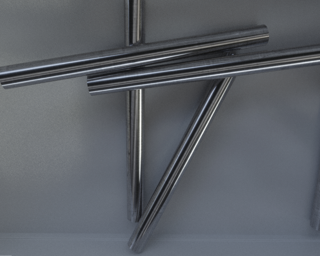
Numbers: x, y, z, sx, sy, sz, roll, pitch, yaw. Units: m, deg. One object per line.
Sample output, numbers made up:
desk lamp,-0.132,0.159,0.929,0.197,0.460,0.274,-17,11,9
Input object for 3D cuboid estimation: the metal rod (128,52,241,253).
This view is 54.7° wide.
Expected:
metal rod,0.029,0.042,0.415,0.025,0.025,0.298,24,104,-9

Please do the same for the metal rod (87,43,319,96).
metal rod,0.068,-0.069,0.358,0.302,0.025,0.025,-7,110,2

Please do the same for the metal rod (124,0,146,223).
metal rod,-0.033,-0.007,0.408,0.025,0.025,0.298,1,110,-1

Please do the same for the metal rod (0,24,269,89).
metal rod,-0.023,-0.083,0.353,0.302,0.025,0.025,-11,110,-7

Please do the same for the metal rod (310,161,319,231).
metal rod,0.235,0.008,0.416,0.025,0.025,0.298,-2,110,0
